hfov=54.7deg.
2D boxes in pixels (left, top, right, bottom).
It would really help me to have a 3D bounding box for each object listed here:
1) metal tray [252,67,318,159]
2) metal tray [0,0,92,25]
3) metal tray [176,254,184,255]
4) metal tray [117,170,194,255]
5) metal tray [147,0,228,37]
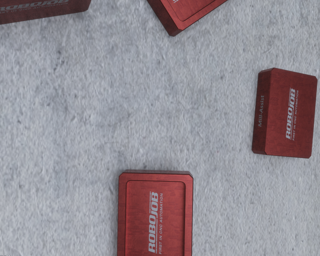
[{"bbox_3d":[0.194,-0.021,0.480,0.091,0.030,0.129,6,88,-20],"label":"metal tray"},{"bbox_3d":[-0.138,-0.142,0.323,0.131,0.090,0.030,-17,96,-20],"label":"metal tray"},{"bbox_3d":[0.033,0.251,0.420,0.090,0.030,0.130,-36,102,-17],"label":"metal tray"},{"bbox_3d":[-0.005,0.119,0.387,0.091,0.030,0.129,1,89,3],"label":"metal tray"},{"bbox_3d":[0.045,-0.198,0.423,0.131,0.030,0.090,-38,103,-16],"label":"metal tray"}]
